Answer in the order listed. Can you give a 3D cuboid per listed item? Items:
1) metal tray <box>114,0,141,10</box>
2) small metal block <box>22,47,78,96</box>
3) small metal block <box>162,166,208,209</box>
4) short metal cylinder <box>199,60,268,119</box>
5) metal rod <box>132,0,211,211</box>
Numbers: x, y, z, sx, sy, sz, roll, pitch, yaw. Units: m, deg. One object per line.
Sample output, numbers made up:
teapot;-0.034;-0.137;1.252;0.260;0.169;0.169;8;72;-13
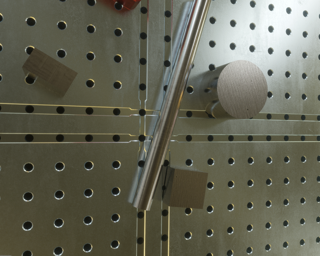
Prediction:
metal tray;-0.069;-0.222;0.385;0.131;0.030;0.090;25;82;-19
small metal block;-0.125;-0.062;0.353;0.050;0.050;0.025;31;80;-18
small metal block;0.035;0.082;0.427;0.050;0.025;0.050;10;87;-20
short metal cylinder;0.103;-0.052;0.439;0.081;0.050;0.079;0;90;-20
metal rod;0.018;-0.039;0.420;0.025;0.025;0.299;19;84;-20
